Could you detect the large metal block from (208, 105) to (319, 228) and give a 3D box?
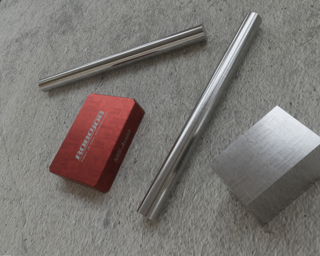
[{"bbox_3d":[0.103,0.039,0.290,0.080,0.080,0.050,-41,51,0],"label":"large metal block"}]

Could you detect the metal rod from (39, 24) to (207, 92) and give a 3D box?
[{"bbox_3d":[-0.072,-0.108,0.506,0.301,0.025,0.025,-13,56,20],"label":"metal rod"}]

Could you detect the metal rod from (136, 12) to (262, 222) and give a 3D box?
[{"bbox_3d":[0.057,-0.025,0.388,0.025,0.025,0.300,19,71,35],"label":"metal rod"}]

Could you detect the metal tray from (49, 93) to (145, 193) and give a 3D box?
[{"bbox_3d":[-0.087,0.016,0.435,0.090,0.030,0.130,10,67,32],"label":"metal tray"}]
